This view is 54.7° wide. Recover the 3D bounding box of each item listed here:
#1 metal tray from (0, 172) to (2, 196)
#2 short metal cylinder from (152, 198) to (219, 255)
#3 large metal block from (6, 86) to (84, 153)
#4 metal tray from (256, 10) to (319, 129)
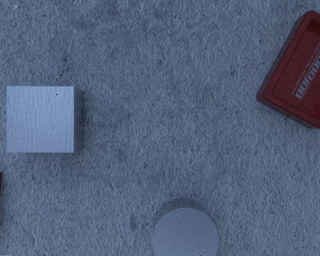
[{"bbox_3d":[-0.283,0.096,0.405,0.131,0.030,0.089,5,90,0],"label":"metal tray"},{"bbox_3d":[0.031,0.135,0.398,0.081,0.050,0.079,0,90,0],"label":"short metal cylinder"},{"bbox_3d":[-0.144,-0.010,0.396,0.081,0.050,0.079,0,90,0],"label":"large metal block"},{"bbox_3d":[0.199,-0.075,0.408,0.090,0.030,0.130,28,90,0],"label":"metal tray"}]
